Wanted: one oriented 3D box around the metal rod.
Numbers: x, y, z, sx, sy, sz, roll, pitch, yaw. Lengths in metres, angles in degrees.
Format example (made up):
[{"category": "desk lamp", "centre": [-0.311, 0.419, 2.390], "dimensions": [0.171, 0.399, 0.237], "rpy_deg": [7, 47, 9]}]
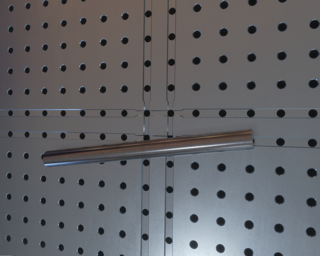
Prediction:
[{"category": "metal rod", "centre": [-0.029, 0.030, 0.423], "dimensions": [0.301, 0.025, 0.025], "rpy_deg": [-7, 88, 19]}]
